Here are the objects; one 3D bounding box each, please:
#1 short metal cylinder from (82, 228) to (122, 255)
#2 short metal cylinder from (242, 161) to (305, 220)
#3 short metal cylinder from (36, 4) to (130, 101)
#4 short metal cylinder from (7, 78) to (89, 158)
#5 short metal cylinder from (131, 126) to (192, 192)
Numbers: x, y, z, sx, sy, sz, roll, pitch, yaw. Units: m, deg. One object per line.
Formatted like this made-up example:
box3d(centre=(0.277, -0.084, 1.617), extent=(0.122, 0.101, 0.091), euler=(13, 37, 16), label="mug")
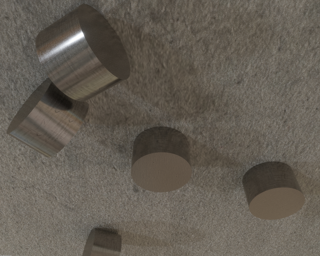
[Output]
box3d(centre=(-0.108, 0.230, 0.565), extent=(0.050, 0.080, 0.079), euler=(20, 127, -16), label="short metal cylinder")
box3d(centre=(0.172, 0.097, 0.476), extent=(0.081, 0.050, 0.079), euler=(0, 130, 0), label="short metal cylinder")
box3d(centre=(-0.073, -0.073, 0.308), extent=(0.050, 0.080, 0.080), euler=(-25, 126, 19), label="short metal cylinder")
box3d(centre=(-0.129, -0.013, 0.358), extent=(0.080, 0.080, 0.050), euler=(-35, 122, 26), label="short metal cylinder")
box3d(centre=(0.002, 0.044, 0.429), extent=(0.081, 0.050, 0.079), euler=(0, 130, 0), label="short metal cylinder")
